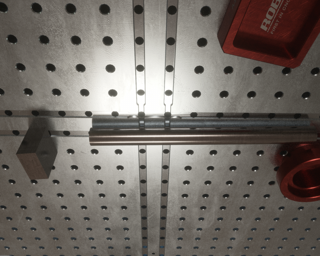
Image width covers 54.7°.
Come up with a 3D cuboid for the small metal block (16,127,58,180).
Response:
[{"bbox_3d":[-0.166,0.035,0.422,0.025,0.050,0.050,-4,130,3],"label":"small metal block"}]

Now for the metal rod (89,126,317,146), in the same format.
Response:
[{"bbox_3d":[0.058,0.010,0.421,0.302,0.025,0.025,0,130,0],"label":"metal rod"}]

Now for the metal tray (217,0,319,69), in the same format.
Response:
[{"bbox_3d":[0.121,-0.128,0.300,0.091,0.030,0.129,10,129,-9],"label":"metal tray"}]

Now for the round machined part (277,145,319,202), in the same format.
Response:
[{"bbox_3d":[0.222,0.063,0.458,0.099,0.042,0.097,-1,130,0],"label":"round machined part"}]
